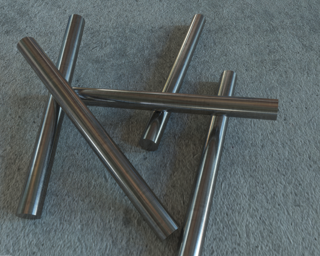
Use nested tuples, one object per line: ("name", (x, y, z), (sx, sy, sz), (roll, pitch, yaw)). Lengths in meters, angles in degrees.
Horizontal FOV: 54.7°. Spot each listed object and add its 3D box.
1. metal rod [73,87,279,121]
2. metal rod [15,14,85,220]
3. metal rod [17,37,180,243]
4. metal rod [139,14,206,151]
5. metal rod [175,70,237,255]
("metal rod", (-0.009, -0.034, 0.399), (0.301, 0.025, 0.025), (5, 50, 17))
("metal rod", (-0.133, -0.036, 0.400), (0.025, 0.025, 0.299), (2, 60, 1))
("metal rod", (-0.082, -0.001, 0.359), (0.025, 0.025, 0.300), (-32, 71, -24))
("metal rod", (0.029, -0.089, 0.477), (0.025, 0.025, 0.300), (13, 51, 11))
("metal rod", (0.062, 0.033, 0.375), (0.025, 0.025, 0.300), (13, 51, 10))
